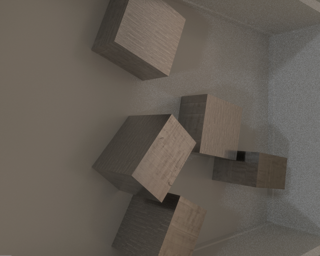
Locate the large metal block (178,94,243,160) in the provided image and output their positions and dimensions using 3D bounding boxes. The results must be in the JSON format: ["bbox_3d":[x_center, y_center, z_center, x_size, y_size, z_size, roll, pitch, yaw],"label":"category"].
[{"bbox_3d":[0.072,0.001,0.453,0.081,0.050,0.080,15,81,-39],"label":"large metal block"}]

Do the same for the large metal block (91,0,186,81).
[{"bbox_3d":[-0.024,-0.113,0.372,0.080,0.050,0.080,27,73,-37],"label":"large metal block"}]

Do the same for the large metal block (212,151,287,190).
[{"bbox_3d":[0.143,0.065,0.494,0.081,0.080,0.050,12,82,-40],"label":"large metal block"}]

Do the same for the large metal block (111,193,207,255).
[{"bbox_3d":[-0.001,0.121,0.372,0.050,0.080,0.080,36,68,-35],"label":"large metal block"}]

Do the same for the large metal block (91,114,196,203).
[{"bbox_3d":[-0.019,0.031,0.357,0.050,0.080,0.080,49,61,-30],"label":"large metal block"}]
